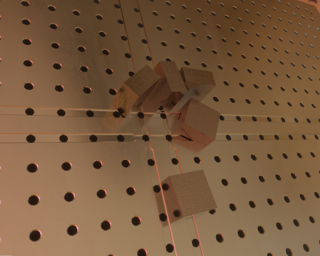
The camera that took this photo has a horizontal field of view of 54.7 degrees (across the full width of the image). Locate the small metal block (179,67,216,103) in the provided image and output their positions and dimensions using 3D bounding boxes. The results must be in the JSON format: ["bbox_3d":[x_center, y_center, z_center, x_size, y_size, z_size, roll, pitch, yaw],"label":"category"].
[{"bbox_3d":[0.045,-0.061,0.456,0.050,0.050,0.025,4,60,-27],"label":"small metal block"}]

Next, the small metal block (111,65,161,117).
[{"bbox_3d":[-0.032,-0.049,0.406,0.025,0.050,0.050,43,51,1],"label":"small metal block"}]

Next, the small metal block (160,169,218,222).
[{"bbox_3d":[0.035,0.082,0.379,0.050,0.025,0.050,-5,65,-31],"label":"small metal block"}]

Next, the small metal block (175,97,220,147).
[{"bbox_3d":[0.055,-0.009,0.445,0.050,0.025,0.050,27,52,-12],"label":"small metal block"}]

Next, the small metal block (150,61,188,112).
[{"bbox_3d":[0.007,-0.058,0.433,0.025,0.050,0.050,-7,66,-32],"label":"small metal block"}]
